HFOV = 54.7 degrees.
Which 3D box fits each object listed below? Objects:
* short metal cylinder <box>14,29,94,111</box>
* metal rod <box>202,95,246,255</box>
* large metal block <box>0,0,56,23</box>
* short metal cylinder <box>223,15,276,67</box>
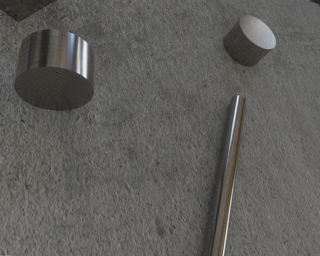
[{"bbox_3d":[-0.115,-0.062,0.344,0.081,0.080,0.050,8,59,-24],"label":"short metal cylinder"},{"bbox_3d":[0.086,0.070,0.407,0.025,0.025,0.300,28,52,-11],"label":"metal rod"},{"bbox_3d":[-0.189,-0.199,0.407,0.080,0.050,0.080,37,51,-4],"label":"large metal block"},{"bbox_3d":[0.166,-0.161,0.575,0.081,0.050,0.080,14,56,-21],"label":"short metal cylinder"}]
